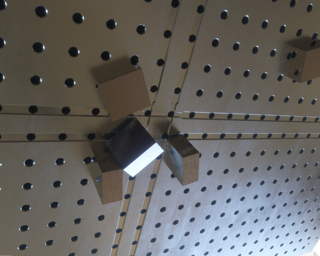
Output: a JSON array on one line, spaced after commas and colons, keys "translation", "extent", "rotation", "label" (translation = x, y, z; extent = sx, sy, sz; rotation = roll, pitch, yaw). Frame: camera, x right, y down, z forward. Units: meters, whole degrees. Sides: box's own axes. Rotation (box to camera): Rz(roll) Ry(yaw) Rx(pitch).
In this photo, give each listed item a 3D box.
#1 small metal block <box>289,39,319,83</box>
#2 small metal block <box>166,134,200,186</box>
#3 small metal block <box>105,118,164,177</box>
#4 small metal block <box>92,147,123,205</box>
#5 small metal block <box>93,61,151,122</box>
[{"translation": [0.228, -0.102, 0.472], "extent": [0.050, 0.025, 0.050], "rotation": [-19, 126, -18], "label": "small metal block"}, {"translation": [0.032, 0.045, 0.439], "extent": [0.025, 0.050, 0.050], "rotation": [-16, 125, -20], "label": "small metal block"}, {"translation": [-0.032, 0.024, 0.389], "extent": [0.050, 0.050, 0.025], "rotation": [-40, 143, -2], "label": "small metal block"}, {"translation": [-0.068, 0.060, 0.394], "extent": [0.025, 0.050, 0.050], "rotation": [-9, 122, -23], "label": "small metal block"}, {"translation": [-0.043, -0.043, 0.361], "extent": [0.050, 0.025, 0.050], "rotation": [-24, 127, -14], "label": "small metal block"}]
